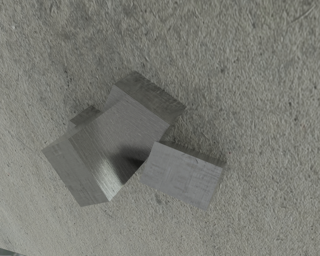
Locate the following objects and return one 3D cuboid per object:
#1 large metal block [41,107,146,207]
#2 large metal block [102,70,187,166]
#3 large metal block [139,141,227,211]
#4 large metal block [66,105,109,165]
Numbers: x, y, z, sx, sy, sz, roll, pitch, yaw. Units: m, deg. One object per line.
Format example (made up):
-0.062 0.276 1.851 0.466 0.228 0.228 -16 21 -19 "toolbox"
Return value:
-0.075 0.033 0.366 0.050 0.080 0.080 -20 107 36 "large metal block"
-0.027 -0.012 0.396 0.080 0.050 0.079 36 129 5 "large metal block"
0.032 0.053 0.378 0.080 0.080 0.050 21 94 15 "large metal block"
-0.094 0.027 0.457 0.080 0.050 0.079 34 129 5 "large metal block"
